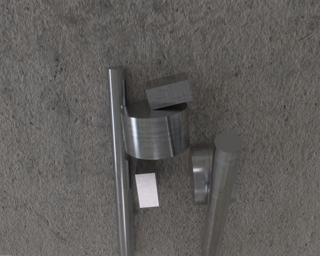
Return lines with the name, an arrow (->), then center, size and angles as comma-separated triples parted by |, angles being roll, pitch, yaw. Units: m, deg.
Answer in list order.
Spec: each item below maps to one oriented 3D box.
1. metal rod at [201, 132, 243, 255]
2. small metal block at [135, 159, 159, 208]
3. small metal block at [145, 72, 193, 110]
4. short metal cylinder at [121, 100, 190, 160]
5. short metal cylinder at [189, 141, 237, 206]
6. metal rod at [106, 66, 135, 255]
metal rod -> 0.069, 0.116, 0.386 | 0.025, 0.025, 0.298 | -3, 136, 1
small metal block -> -0.016, 0.072, 0.423 | 0.025, 0.050, 0.050 | -6, 110, 2
small metal block -> 0.011, -0.046, 0.379 | 0.050, 0.050, 0.025 | -13, 110, 4
short metal cylinder -> -0.005, -0.001, 0.380 | 0.080, 0.080, 0.050 | -5, 110, 1
short metal cylinder -> 0.066, 0.058, 0.402 | 0.050, 0.080, 0.079 | -4, 110, 1
metal rod -> -0.052, 0.066, 0.433 | 0.025, 0.025, 0.298 | 0, 110, 0
